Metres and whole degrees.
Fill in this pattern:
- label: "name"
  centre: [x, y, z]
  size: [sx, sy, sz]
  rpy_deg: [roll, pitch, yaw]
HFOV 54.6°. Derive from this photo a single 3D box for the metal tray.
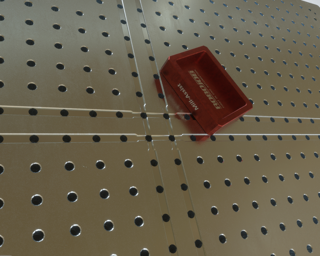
- label: "metal tray"
  centre: [0.073, -0.062, 0.480]
  size: [0.091, 0.030, 0.130]
  rpy_deg: [-27, 77, -37]
